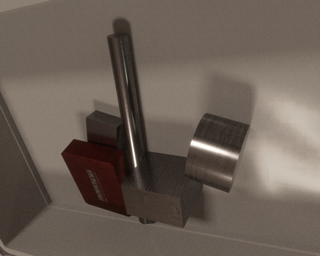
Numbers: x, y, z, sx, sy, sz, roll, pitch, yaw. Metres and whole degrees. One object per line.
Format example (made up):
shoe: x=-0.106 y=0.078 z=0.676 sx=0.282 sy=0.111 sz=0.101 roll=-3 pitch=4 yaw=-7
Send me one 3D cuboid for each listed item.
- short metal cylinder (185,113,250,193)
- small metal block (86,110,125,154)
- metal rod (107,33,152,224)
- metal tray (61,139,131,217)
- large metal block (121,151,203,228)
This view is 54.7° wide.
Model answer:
short metal cylinder: x=0.067 y=0.028 z=0.354 sx=0.050 sy=0.080 sz=0.079 roll=17 pitch=125 yaw=18
small metal block: x=-0.078 y=0.007 z=0.453 sx=0.050 sy=0.025 sz=0.050 roll=17 pitch=125 yaw=18
metal rod: x=-0.036 y=0.020 z=0.438 sx=0.025 sy=0.025 sz=0.298 roll=8 pitch=122 yaw=24
metal tray: x=-0.090 y=0.080 z=0.483 sx=0.090 sy=0.030 sz=0.129 roll=10 pitch=135 yaw=22
large metal block: x=0.006 y=0.079 z=0.417 sx=0.080 sy=0.080 sz=0.050 roll=7 pitch=121 yaw=24
